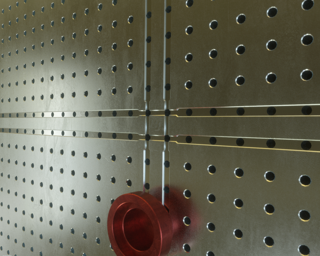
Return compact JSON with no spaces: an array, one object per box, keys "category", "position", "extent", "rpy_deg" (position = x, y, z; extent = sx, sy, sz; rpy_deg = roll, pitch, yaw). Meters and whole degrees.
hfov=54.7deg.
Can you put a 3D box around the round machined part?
[{"category":"round machined part","position":[-0.022,0.133,0.415],"extent":[0.098,0.042,0.097],"rpy_deg":[0,90,39]}]
